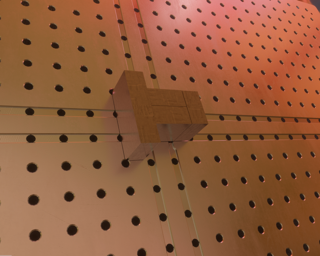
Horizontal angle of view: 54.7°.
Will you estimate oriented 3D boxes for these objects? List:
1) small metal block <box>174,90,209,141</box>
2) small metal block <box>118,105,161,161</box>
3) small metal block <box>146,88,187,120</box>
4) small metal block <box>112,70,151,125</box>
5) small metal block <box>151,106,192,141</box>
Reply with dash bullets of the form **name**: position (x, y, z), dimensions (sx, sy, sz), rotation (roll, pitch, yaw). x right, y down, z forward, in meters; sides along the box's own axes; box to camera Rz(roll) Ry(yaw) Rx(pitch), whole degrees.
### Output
- **small metal block**: position (0.035, -0.016, 0.421), dimensions (0.025, 0.050, 0.050), rotation (0, 62, -29)
- **small metal block**: position (-0.026, 0.006, 0.375), dimensions (0.025, 0.050, 0.050), rotation (0, 62, -29)
- **small metal block**: position (-0.002, -0.027, 0.408), dimensions (0.050, 0.050, 0.025), rotation (0, 62, -29)
- **small metal block**: position (-0.038, -0.038, 0.395), dimensions (0.025, 0.050, 0.050), rotation (0, 62, -29)
- **small metal block**: position (0.004, -0.005, 0.398), dimensions (0.050, 0.050, 0.025), rotation (0, 62, -29)
